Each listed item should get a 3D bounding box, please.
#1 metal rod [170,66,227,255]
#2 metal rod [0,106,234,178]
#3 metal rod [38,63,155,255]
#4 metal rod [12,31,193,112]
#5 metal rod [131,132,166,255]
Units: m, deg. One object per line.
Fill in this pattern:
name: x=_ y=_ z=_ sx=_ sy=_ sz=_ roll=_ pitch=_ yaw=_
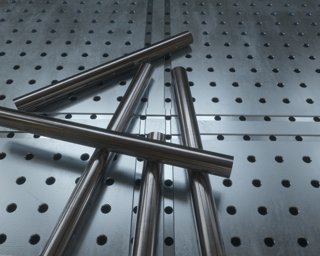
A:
metal rod: x=0.041 y=0.029 z=0.384 sx=0.025 sy=0.025 sz=0.300 roll=-4 pitch=50 yaw=-3
metal rod: x=-0.068 y=0.013 z=0.362 sx=0.301 sy=0.025 sz=0.025 roll=12 pitch=51 yaw=10
metal rod: x=-0.063 y=0.018 z=0.391 sx=0.025 sy=0.025 sz=0.300 roll=13 pitch=51 yaw=10
metal rod: x=-0.074 y=-0.093 z=0.484 sx=0.302 sy=0.025 sz=0.025 roll=-28 pitch=56 yaw=-22
metal rod: x=-0.016 y=0.127 z=0.300 sx=0.025 sy=0.025 sz=0.300 roll=4 pitch=50 yaw=2
